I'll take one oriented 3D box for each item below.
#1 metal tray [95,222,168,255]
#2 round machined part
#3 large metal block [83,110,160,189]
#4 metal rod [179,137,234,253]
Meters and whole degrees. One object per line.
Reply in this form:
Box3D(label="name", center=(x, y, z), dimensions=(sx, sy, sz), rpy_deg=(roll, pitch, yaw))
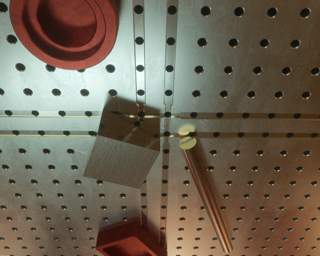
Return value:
Box3D(label="metal tray", center=(-0.053, 0.242, 0.613), dimensions=(0.090, 0.030, 0.130), rpy_deg=(-23, 127, 18))
Box3D(label="round machined part", center=(-0.089, -0.110, 0.305), dimensions=(0.099, 0.042, 0.097), rpy_deg=(-1, 130, 0))
Box3D(label="large metal block", center=(-0.052, 0.031, 0.421), dimensions=(0.081, 0.050, 0.079), rpy_deg=(16, 128, -14))
Box3D(label="metal rod", center=(0.086, 0.128, 0.522), dimensions=(0.025, 0.025, 0.299), rpy_deg=(-15, 129, 12))
